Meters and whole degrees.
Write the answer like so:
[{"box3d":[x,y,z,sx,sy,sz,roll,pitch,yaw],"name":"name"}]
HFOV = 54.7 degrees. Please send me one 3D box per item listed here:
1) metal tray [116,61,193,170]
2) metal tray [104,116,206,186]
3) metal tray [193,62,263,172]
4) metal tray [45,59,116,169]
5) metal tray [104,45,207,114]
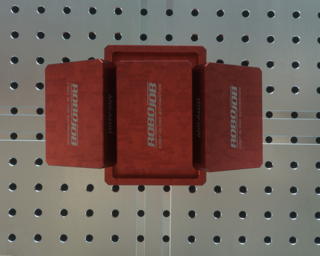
[{"box3d":[-0.006,-0.015,0.380,0.091,0.030,0.129,0,90,-1],"name":"metal tray"},{"box3d":[-0.006,0.029,0.411,0.131,0.030,0.089,0,90,-1],"name":"metal tray"},{"box3d":[0.086,-0.013,0.393,0.091,0.030,0.129,-1,90,-28],"name":"metal tray"},{"box3d":[-0.101,-0.017,0.392,0.090,0.030,0.129,0,90,25],"name":"metal tray"},{"box3d":[-0.006,-0.061,0.410,0.131,0.030,0.089,0,90,-1],"name":"metal tray"}]
